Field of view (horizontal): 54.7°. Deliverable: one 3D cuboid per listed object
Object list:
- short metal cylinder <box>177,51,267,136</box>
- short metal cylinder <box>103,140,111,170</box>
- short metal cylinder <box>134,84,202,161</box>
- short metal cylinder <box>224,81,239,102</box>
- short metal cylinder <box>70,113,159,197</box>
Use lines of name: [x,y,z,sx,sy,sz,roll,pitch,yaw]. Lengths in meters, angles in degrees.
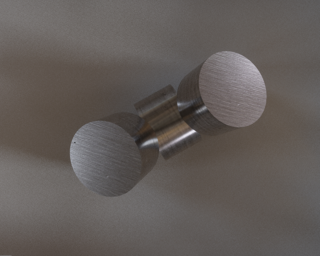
short metal cylinder: [0.065,-0.035,0.333,0.081,0.050,0.080,5,77,-21]
short metal cylinder: [-0.048,0.025,0.397,0.081,0.050,0.079,0,90,-1]
short metal cylinder: [0.009,-0.007,0.382,0.050,0.080,0.080,-30,90,0]
short metal cylinder: [0.067,-0.037,0.398,0.081,0.050,0.079,0,90,-1]
short metal cylinder: [-0.047,0.026,0.332,0.080,0.050,0.079,4,104,18]
